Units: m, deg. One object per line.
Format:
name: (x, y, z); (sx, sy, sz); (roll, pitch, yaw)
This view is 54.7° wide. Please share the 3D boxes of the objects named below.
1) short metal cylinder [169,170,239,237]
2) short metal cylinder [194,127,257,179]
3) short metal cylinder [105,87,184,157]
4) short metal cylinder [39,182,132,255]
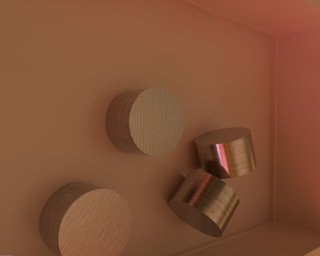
short metal cylinder: (0.059, 0.103, 0.421); (0.050, 0.080, 0.080); (-52, 121, -27)
short metal cylinder: (0.095, 0.034, 0.450); (0.081, 0.080, 0.050); (-22, 104, -38)
short metal cylinder: (-0.018, -0.007, 0.375); (0.081, 0.050, 0.080); (0, 90, -40)
short metal cylinder: (-0.077, 0.100, 0.326); (0.081, 0.050, 0.080); (0, 90, -40)
